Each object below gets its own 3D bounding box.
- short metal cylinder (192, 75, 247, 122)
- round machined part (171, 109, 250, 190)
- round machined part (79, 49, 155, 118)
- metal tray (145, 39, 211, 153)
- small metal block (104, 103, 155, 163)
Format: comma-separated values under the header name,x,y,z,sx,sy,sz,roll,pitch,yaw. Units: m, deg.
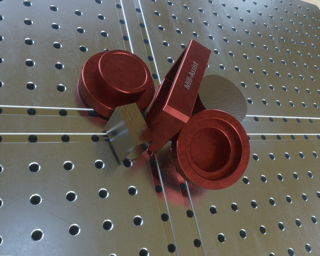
name,x,y,z,sx,sy,sz,roll,pitch,yaw
short metal cylinder,0.077,-0.030,0.447,0.081,0.050,0.080,14,56,-21
round machined part,0.060,0.028,0.393,0.099,0.042,0.097,2,82,-18
round machined part,-0.051,-0.062,0.402,0.099,0.042,0.098,14,56,-21
metal tray,0.018,-0.041,0.396,0.030,0.090,0.130,29,52,-10
small metal block,-0.037,0.006,0.363,0.025,0.050,0.050,-16,71,-35
